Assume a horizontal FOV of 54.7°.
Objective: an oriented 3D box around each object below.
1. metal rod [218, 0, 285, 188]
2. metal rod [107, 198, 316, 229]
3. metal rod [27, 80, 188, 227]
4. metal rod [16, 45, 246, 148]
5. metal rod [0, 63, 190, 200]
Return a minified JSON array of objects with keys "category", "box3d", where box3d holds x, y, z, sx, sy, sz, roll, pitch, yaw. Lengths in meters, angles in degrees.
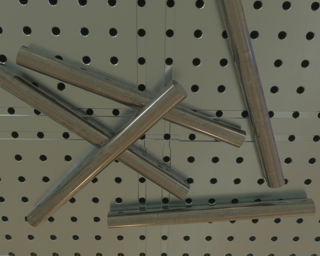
[{"category":"metal rod","box3d":[0.117,-0.053,0.395,0.025,0.025,0.298,-19,109,6]},{"category":"metal rod","box3d":[0.074,0.127,0.461,0.302,0.025,0.025,-4,110,1]},{"category":"metal rod","box3d":[-0.082,0.046,0.404,0.025,0.025,0.299,43,113,-15]},{"category":"metal rod","box3d":[-0.030,-0.037,0.399,0.302,0.025,0.025,20,109,-8]},{"category":"metal rod","box3d":[-0.086,0.010,0.415,0.301,0.025,0.025,34,106,-12]}]
